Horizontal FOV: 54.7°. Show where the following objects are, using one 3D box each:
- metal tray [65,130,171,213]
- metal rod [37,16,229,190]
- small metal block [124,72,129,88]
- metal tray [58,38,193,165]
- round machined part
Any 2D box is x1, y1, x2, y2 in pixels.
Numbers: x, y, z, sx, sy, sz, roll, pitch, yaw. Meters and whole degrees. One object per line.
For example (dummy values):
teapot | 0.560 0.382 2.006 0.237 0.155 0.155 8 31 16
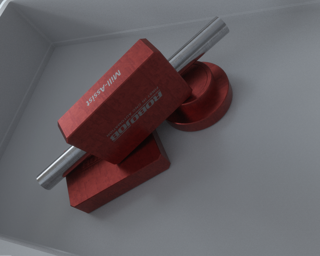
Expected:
metal tray | -0.061 0.041 0.406 0.130 0.030 0.090 -30 52 8
metal rod | -0.037 -0.028 0.388 0.300 0.025 0.025 -41 51 5
small metal block | -0.029 -0.050 0.432 0.025 0.050 0.050 -38 51 2
metal tray | -0.035 -0.023 0.345 0.130 0.090 0.030 -44 54 6
round machined part | 0.040 -0.048 0.400 0.098 0.042 0.098 -13 56 20
